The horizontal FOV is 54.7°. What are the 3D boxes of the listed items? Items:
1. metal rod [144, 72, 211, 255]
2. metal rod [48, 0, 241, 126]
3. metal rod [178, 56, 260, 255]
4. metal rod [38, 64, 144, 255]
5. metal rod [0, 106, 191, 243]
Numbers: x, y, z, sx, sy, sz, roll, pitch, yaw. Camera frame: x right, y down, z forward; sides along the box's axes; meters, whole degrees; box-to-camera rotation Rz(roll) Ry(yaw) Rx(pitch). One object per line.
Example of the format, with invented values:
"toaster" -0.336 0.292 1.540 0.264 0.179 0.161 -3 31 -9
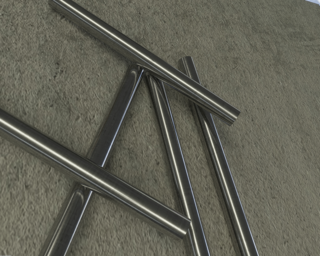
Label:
"metal rod" 0.022 0.056 0.381 0.025 0.025 0.299 0 62 -28
"metal rod" -0.024 -0.097 0.421 0.301 0.025 0.025 34 51 5
"metal rod" 0.073 0.026 0.426 0.025 0.025 0.299 0 62 -28
"metal rod" -0.071 0.036 0.343 0.025 0.025 0.300 27 52 -12
"metal rod" -0.106 0.024 0.305 0.301 0.025 0.025 30 51 1
